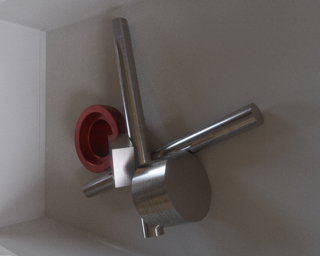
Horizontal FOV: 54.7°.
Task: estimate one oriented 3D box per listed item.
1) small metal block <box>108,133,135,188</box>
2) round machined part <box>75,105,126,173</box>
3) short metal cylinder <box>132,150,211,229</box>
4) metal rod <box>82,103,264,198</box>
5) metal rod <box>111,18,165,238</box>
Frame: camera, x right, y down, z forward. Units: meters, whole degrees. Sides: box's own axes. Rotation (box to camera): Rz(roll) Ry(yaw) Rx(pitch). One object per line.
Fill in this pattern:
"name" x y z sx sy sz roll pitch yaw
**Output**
"small metal block" -0.048 0.039 0.389 0.050 0.025 0.050 -130 36 -66
"round machined part" -0.079 0.015 0.457 0.098 0.042 0.097 0 90 39
"short metal cylinder" 0.014 0.071 0.356 0.050 0.081 0.080 -25 75 37
"metal rod" -0.006 0.042 0.408 0.299 0.025 0.025 -28 73 36
"metal rod" -0.033 -0.013 0.407 0.025 0.025 0.299 -24 68 37
